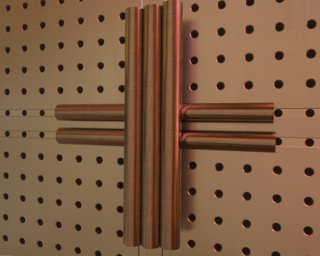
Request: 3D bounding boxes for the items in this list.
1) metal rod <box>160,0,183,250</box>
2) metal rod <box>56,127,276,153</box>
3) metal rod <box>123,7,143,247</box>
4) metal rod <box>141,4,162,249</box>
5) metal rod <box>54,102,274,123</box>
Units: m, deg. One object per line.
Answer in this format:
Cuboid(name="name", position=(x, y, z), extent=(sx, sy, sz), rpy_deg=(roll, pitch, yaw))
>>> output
Cuboid(name="metal rod", position=(0.014, -0.003, 0.381), extent=(0.025, 0.025, 0.298), rpy_deg=(1, 90, 19))
Cuboid(name="metal rod", position=(-0.006, 0.014, 0.414), extent=(0.301, 0.025, 0.025), rpy_deg=(1, 91, 19))
Cuboid(name="metal rod", position=(-0.033, -0.001, 0.397), extent=(0.025, 0.025, 0.298), rpy_deg=(1, 90, 19))
Cuboid(name="metal rod", position=(-0.010, -0.002, 0.389), extent=(0.025, 0.025, 0.298), rpy_deg=(1, 90, 19))
Cuboid(name="metal rod", position=(-0.008, -0.021, 0.415), extent=(0.301, 0.025, 0.025), rpy_deg=(1, 91, 19))
